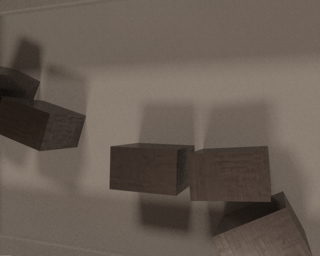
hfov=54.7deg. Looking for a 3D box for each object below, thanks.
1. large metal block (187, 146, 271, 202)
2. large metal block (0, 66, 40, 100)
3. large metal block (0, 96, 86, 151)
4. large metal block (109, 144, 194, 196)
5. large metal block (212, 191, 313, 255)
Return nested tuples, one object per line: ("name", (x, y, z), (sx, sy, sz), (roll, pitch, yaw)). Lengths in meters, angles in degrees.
("large metal block", (0.082, 0.049, 0.352), (0.080, 0.080, 0.050), (-4, 89, 19))
("large metal block", (-0.240, -0.048, 0.464), (0.050, 0.080, 0.080), (27, 99, 18))
("large metal block", (-0.167, -0.007, 0.438), (0.080, 0.080, 0.050), (19, 96, 18))
("large metal block", (-0.006, 0.047, 0.383), (0.080, 0.080, 0.050), (2, 91, 19))
("large metal block", (0.112, 0.116, 0.342), (0.080, 0.080, 0.050), (-29, 81, 17))
